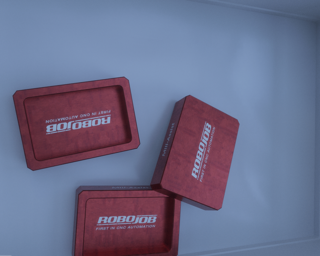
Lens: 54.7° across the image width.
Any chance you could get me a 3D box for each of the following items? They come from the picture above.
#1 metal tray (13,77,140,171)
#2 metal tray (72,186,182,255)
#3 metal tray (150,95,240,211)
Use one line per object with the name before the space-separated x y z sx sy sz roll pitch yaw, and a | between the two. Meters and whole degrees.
metal tray | -0.096 -0.008 0.372 0.131 0.030 0.089 -11 94 -20
metal tray | -0.040 0.120 0.392 0.131 0.030 0.089 4 89 -20
metal tray | 0.050 0.033 0.409 0.090 0.030 0.130 25 67 -18
